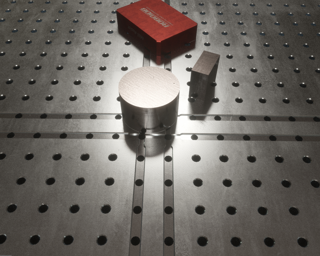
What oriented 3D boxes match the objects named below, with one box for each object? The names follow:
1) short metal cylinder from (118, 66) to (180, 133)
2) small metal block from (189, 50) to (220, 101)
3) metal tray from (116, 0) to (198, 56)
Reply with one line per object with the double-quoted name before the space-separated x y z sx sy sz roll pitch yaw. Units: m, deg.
"short metal cylinder" -0.014 -0.039 0.424 0.081 0.050 0.080 0 50 0
"small metal block" 0.065 -0.077 0.457 0.025 0.050 0.050 20 53 16
"metal tray" -0.007 -0.189 0.563 0.091 0.030 0.130 -31 57 -24
